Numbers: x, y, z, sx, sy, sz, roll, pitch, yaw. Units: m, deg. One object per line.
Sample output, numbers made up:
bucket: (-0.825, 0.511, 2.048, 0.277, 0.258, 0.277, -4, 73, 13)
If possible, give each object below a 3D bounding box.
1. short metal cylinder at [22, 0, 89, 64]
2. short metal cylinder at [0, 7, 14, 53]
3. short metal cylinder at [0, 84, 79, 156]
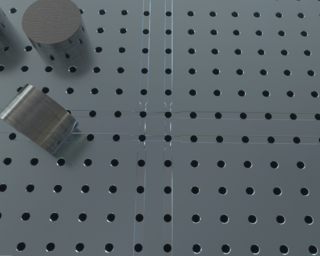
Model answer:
short metal cylinder: (-0.149, -0.141, 0.448, 0.081, 0.050, 0.080, 0, 70, 0)
short metal cylinder: (-0.264, -0.150, 0.450, 0.081, 0.050, 0.080, 0, 70, -1)
short metal cylinder: (-0.150, -0.009, 0.384, 0.080, 0.080, 0.050, 33, 73, 11)
